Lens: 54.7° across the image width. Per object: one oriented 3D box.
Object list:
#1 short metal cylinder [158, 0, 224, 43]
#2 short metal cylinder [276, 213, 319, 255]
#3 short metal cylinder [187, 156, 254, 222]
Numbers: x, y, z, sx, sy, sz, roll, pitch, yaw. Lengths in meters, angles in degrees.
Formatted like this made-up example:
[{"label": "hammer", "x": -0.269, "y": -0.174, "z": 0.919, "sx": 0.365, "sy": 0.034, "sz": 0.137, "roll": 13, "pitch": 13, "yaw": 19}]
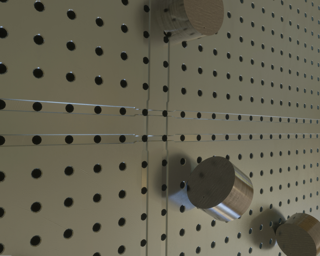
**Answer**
[{"label": "short metal cylinder", "x": 0.044, "y": -0.164, "z": 0.431, "sx": 0.081, "sy": 0.050, "sz": 0.079, "roll": 0, "pitch": 90, "yaw": -40}, {"label": "short metal cylinder", "x": 0.279, "y": 0.216, "z": 0.612, "sx": 0.050, "sy": 0.080, "sz": 0.079, "roll": -17, "pitch": 101, "yaw": -39}, {"label": "short metal cylinder", "x": 0.086, "y": 0.088, "z": 0.449, "sx": 0.050, "sy": 0.080, "sz": 0.080, "roll": 39, "pitch": 66, "yaw": -34}]
